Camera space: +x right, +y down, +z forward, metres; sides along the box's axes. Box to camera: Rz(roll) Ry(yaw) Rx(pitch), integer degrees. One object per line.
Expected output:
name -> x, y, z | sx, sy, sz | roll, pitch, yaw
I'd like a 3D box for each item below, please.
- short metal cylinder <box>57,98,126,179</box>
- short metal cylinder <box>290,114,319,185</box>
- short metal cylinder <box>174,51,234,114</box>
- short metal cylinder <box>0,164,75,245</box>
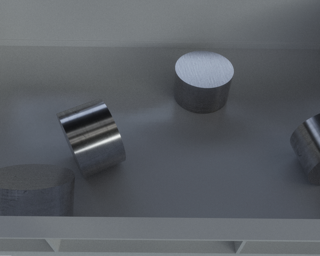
short metal cylinder -> -0.080, 0.012, 0.359 | 0.050, 0.080, 0.080 | -23, 54, -18
short metal cylinder -> 0.199, 0.023, 0.353 | 0.081, 0.080, 0.050 | -6, 51, -5
short metal cylinder -> 0.061, -0.066, 0.446 | 0.081, 0.050, 0.080 | 0, 50, 0
short metal cylinder -> -0.126, 0.070, 0.302 | 0.081, 0.050, 0.080 | 5, 8, 0
